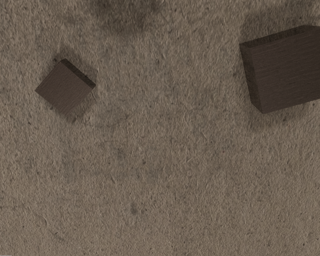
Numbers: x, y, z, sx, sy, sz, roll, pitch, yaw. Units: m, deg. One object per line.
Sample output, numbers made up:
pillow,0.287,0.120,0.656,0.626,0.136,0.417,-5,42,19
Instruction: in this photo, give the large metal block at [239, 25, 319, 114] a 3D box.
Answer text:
large metal block,0.149,-0.071,0.372,0.080,0.050,0.080,-16,110,5

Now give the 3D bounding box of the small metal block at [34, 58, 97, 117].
small metal block,-0.118,-0.051,0.389,0.050,0.025,0.050,42,104,-14
